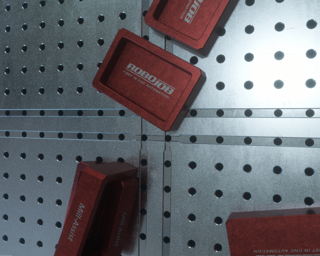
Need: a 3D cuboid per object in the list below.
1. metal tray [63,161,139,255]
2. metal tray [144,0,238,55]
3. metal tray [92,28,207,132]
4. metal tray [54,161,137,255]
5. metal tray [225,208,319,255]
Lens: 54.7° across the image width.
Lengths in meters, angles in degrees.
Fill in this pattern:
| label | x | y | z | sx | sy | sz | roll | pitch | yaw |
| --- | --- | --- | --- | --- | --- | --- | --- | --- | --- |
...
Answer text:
| label | x | y | z | sx | sy | sz | roll | pitch | yaw |
| --- | --- | --- | --- | --- | --- | --- | --- | --- | --- |
| metal tray | -0.086 | 0.120 | 0.426 | 0.090 | 0.030 | 0.129 | 18 | 96 | 34 |
| metal tray | 0.050 | -0.171 | 0.391 | 0.090 | 0.030 | 0.129 | 32 | 100 | 16 |
| metal tray | -0.017 | -0.064 | 0.414 | 0.130 | 0.030 | 0.090 | 32 | 100 | 16 |
| metal tray | -0.081 | 0.111 | 0.403 | 0.030 | 0.090 | 0.129 | 22 | 96 | 20 |
| metal tray | 0.149 | 0.143 | 0.357 | 0.130 | 0.030 | 0.089 | -9 | 87 | 19 |
